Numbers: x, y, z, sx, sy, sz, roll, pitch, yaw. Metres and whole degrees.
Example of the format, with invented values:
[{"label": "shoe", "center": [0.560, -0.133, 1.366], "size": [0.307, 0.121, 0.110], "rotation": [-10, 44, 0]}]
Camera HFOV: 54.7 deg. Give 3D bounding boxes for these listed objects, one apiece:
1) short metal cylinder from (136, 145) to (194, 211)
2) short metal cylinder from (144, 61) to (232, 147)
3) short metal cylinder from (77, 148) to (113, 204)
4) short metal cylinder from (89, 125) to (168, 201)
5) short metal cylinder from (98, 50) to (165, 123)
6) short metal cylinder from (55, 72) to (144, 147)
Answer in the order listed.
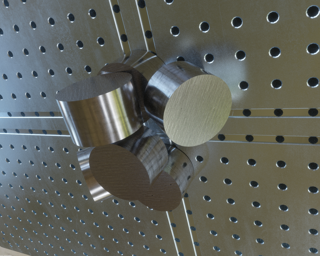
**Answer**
[{"label": "short metal cylinder", "center": [0.002, 0.070, 0.437], "size": [0.080, 0.050, 0.079], "rotation": [13, 125, 20]}, {"label": "short metal cylinder", "center": [0.029, -0.027, 0.335], "size": [0.050, 0.081, 0.079], "rotation": [-134, 34, -53]}, {"label": "short metal cylinder", "center": [-0.082, 0.062, 0.450], "size": [0.050, 0.080, 0.080], "rotation": [-21, 114, -11]}, {"label": "short metal cylinder", "center": [-0.037, 0.040, 0.374], "size": [0.080, 0.050, 0.079], "rotation": [13, 124, 21]}, {"label": "short metal cylinder", "center": [-0.032, -0.050, 0.381], "size": [0.080, 0.050, 0.079], "rotation": [13, 125, 20]}, {"label": "short metal cylinder", "center": [-0.062, -0.022, 0.329], "size": [0.080, 0.080, 0.050], "rotation": [1, 119, 28]}]
